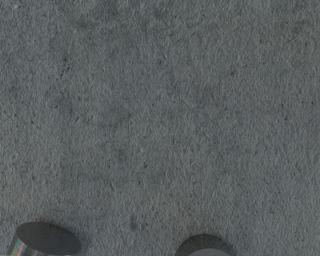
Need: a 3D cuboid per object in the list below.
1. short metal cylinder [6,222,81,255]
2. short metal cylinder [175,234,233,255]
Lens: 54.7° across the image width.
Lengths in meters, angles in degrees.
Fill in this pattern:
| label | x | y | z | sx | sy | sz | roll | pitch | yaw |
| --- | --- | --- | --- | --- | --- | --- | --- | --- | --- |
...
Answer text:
| label | x | y | z | sx | sy | sz | roll | pitch | yaw |
| --- | --- | --- | --- | --- | --- | --- | --- | --- | --- |
| short metal cylinder | -0.145 | 0.158 | 0.381 | 0.080 | 0.080 | 0.050 | 22 | 90 | 0 |
| short metal cylinder | 0.059 | 0.185 | 0.398 | 0.081 | 0.050 | 0.080 | 0 | 90 | 0 |
